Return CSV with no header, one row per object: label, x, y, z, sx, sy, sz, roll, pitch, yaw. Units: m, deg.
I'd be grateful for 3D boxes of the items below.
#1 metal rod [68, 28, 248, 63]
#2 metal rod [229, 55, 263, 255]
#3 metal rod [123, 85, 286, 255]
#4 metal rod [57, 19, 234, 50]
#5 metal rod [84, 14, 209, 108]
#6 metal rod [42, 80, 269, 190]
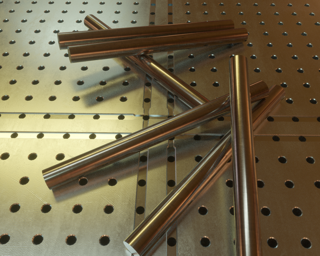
metal rod,0.009,-0.134,0.494,0.302,0.025,0.025,-12,51,-21
metal rod,0.092,0.041,0.340,0.025,0.025,0.300,4,60,3
metal rod,0.072,0.034,0.379,0.025,0.025,0.301,34,58,25
metal rod,-0.011,-0.157,0.513,0.302,0.025,0.025,-11,51,-20
metal rod,-0.032,-0.111,0.500,0.025,0.025,0.300,-34,58,-25
metal rod,0.005,0.003,0.390,0.302,0.025,0.025,-23,54,-13
